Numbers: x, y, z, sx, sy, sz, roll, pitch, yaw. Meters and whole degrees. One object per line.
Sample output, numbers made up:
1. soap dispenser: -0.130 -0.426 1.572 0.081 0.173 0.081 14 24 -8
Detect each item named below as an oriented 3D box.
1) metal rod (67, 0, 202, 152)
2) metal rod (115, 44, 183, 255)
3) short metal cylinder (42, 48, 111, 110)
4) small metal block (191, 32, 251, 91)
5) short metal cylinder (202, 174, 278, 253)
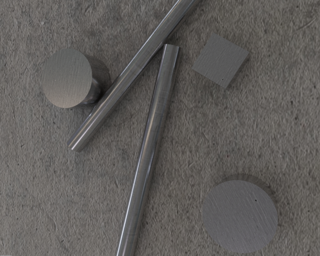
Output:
1. metal rod: -0.031 -0.084 0.419 0.025 0.025 0.299 44 103 14
2. metal rod: -0.017 0.039 0.414 0.025 0.025 0.298 15 95 19
3. short metal cylinder: -0.117 -0.067 0.437 0.080 0.050 0.080 0 90 20
4. small metal block: 0.075 -0.081 0.382 0.050 0.025 0.050 35 101 16
5. short metal cylinder: 0.095 0.097 0.362 0.080 0.050 0.080 0 90 20
